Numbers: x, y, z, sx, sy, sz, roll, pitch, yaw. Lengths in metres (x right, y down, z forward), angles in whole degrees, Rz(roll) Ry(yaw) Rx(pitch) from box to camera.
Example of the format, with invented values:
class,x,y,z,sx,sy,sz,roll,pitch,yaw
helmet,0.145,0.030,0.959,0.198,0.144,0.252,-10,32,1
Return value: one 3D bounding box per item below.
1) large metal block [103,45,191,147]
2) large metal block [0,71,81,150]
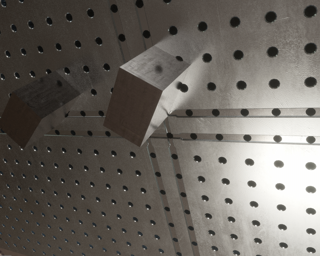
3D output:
class,x,y,z,sx,sy,sz,roll,pitch,yaw
large metal block,-0.015,-0.038,0.358,0.050,0.080,0.079,30,128,8
large metal block,-0.174,-0.027,0.449,0.050,0.080,0.080,44,129,-3
